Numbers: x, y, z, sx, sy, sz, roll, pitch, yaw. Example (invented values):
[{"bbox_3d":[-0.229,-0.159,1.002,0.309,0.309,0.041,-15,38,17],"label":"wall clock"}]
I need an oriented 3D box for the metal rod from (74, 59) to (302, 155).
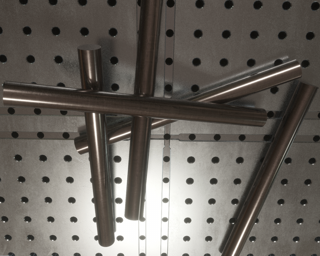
[{"bbox_3d":[0.031,-0.025,0.404,0.301,0.025,0.025,-19,109,6],"label":"metal rod"}]

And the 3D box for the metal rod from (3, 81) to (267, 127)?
[{"bbox_3d":[-0.011,-0.024,0.355,0.302,0.025,0.025,4,111,-19],"label":"metal rod"}]

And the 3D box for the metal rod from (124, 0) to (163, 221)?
[{"bbox_3d":[-0.020,-0.029,0.379,0.025,0.025,0.298,5,101,-2],"label":"metal rod"}]

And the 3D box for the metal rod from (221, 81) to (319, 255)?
[{"bbox_3d":[0.149,0.078,0.444,0.025,0.025,0.298,15,109,-6],"label":"metal rod"}]

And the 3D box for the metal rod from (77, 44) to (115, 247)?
[{"bbox_3d":[-0.079,0.043,0.404,0.025,0.025,0.298,1,119,-1],"label":"metal rod"}]
